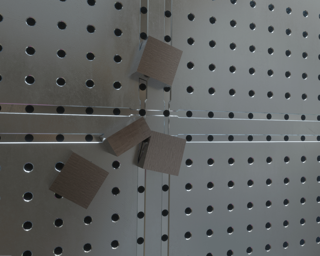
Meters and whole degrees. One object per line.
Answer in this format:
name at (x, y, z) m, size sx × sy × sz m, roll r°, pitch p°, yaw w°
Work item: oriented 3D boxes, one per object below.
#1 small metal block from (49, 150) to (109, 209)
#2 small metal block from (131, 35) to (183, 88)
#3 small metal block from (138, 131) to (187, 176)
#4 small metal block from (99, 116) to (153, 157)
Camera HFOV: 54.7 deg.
small metal block at (-0.099, 0.062, 0.377) m, size 0.050 × 0.025 × 0.050 m, roll 34°, pitch 79°, yaw -17°
small metal block at (-0.004, -0.087, 0.412) m, size 0.050 × 0.025 × 0.050 m, roll 20°, pitch 83°, yaw -19°
small metal block at (0.003, 0.033, 0.415) m, size 0.050 × 0.025 × 0.050 m, roll 15°, pitch 85°, yaw -20°
small metal block at (-0.043, 0.010, 0.384) m, size 0.050 × 0.050 × 0.025 m, roll -32°, pitch 101°, yaw -17°
